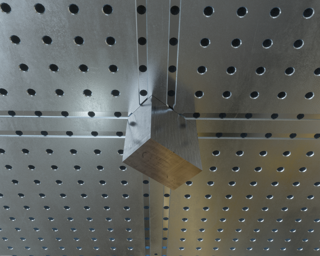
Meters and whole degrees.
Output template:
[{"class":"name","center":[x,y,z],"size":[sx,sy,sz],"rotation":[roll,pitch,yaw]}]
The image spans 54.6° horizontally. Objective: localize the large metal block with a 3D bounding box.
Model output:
[{"class":"large metal block","center":[0.003,0.019,0.391],"size":[0.080,0.080,0.050],"rotation":[34,123,-26]}]
